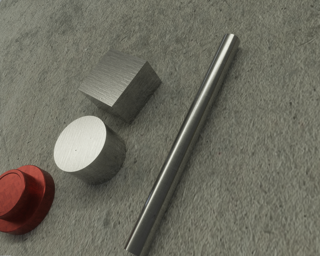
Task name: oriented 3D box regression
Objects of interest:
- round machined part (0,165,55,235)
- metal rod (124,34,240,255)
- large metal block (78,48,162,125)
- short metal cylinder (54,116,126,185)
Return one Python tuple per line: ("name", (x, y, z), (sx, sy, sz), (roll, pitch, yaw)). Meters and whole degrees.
("round machined part", (-0.203, 0.097, 0.437), (0.098, 0.042, 0.098), (-13, 56, 20))
("metal rod", (0.035, 0.007, 0.379), (0.025, 0.025, 0.300), (14, 69, 33))
("large metal block", (-0.059, -0.063, 0.455), (0.080, 0.050, 0.080), (27, 76, 37))
("short metal cylinder", (-0.093, 0.030, 0.416), (0.080, 0.050, 0.080), (-13, 56, 20))
